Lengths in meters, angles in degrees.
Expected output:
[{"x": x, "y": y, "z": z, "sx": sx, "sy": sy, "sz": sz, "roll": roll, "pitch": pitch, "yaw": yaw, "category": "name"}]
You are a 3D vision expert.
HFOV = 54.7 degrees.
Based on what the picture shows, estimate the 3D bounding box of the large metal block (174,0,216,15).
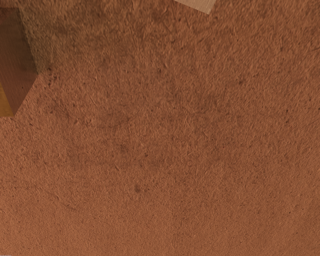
[{"x": 0.020, "y": -0.155, "z": 0.259, "sx": 0.081, "sy": 0.050, "sz": 0.079, "roll": 17, "pitch": 128, "yaw": -14, "category": "large metal block"}]

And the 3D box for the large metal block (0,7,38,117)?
[{"x": -0.170, "y": -0.067, "z": 0.312, "sx": 0.050, "sy": 0.080, "sz": 0.079, "roll": 0, "pitch": 130, "yaw": 0, "category": "large metal block"}]
